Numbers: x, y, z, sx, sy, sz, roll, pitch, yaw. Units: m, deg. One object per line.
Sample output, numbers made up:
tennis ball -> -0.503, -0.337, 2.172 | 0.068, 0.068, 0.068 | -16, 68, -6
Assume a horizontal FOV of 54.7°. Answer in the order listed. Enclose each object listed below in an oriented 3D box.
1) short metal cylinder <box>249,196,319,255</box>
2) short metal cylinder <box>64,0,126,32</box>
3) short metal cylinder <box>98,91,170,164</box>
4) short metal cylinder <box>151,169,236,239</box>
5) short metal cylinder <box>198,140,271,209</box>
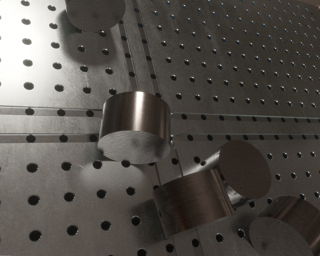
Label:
short metal cylinder -> 0.159, 0.131, 0.381 | 0.050, 0.080, 0.080 | -27, 77, -37
short metal cylinder -> -0.094, -0.182, 0.435 | 0.081, 0.080, 0.050 | -4, 64, -30
short metal cylinder -> -0.028, 0.002, 0.358 | 0.081, 0.080, 0.050 | 15, 56, -21
short metal cylinder -> 0.036, 0.084, 0.342 | 0.081, 0.080, 0.050 | -6, 65, -31
short metal cylinder -> 0.098, 0.062, 0.409 | 0.081, 0.050, 0.080 | 14, 56, -21
